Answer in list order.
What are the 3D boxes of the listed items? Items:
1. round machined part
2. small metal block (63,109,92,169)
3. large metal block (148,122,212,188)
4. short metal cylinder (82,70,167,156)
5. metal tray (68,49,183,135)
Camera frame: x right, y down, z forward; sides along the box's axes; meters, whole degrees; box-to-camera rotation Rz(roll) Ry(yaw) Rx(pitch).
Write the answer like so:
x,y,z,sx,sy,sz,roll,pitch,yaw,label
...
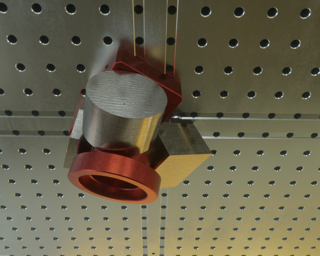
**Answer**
x,y,z,sx,sy,sz,roll,pitch,yaw,label
-0.047,0.048,0.342,0.099,0.042,0.098,9,151,6,round machined part
-0.092,0.015,0.365,0.025,0.050,0.050,15,128,-13,small metal block
0.006,0.038,0.404,0.081,0.050,0.080,3,139,-45,large metal block
-0.038,-0.017,0.321,0.081,0.080,0.050,10,129,-9,short metal cylinder
-0.045,-0.023,0.389,0.090,0.030,0.129,28,125,-22,metal tray
